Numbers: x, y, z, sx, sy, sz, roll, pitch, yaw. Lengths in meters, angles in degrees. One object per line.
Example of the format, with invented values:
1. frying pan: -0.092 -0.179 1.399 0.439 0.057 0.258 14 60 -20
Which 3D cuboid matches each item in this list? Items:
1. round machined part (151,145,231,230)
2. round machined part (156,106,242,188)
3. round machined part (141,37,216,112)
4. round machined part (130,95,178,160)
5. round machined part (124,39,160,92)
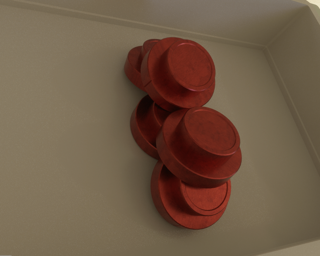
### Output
1. round machined part: 0.042 0.066 0.357 0.099 0.042 0.098 8 73 -26
2. round machined part: 0.049 0.014 0.345 0.099 0.042 0.098 15 45 -16
3. round machined part: 0.029 -0.070 0.385 0.099 0.042 0.098 9 70 -26
4. round machined part: 0.014 -0.008 0.405 0.099 0.042 0.098 14 55 -20
5. round machined part: 0.003 -0.089 0.434 0.099 0.042 0.098 15 40 -13
